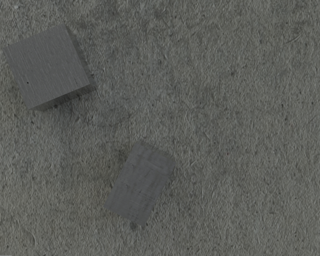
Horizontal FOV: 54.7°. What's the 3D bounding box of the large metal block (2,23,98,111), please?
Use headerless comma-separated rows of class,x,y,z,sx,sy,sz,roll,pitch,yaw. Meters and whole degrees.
large metal block,-0.137,-0.074,0.396,0.080,0.050,0.080,-23,90,0

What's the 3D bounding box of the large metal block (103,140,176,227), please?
large metal block,-0.023,0.063,0.382,0.050,0.080,0.080,27,90,0
